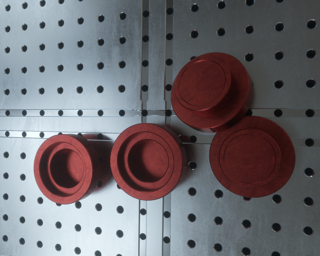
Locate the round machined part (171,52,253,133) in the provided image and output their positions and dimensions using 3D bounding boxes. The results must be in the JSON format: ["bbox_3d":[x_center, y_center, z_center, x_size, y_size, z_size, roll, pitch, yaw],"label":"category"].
[{"bbox_3d":[0.056,-0.046,0.369,0.098,0.042,0.098,-9,71,26],"label":"round machined part"}]

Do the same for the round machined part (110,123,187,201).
[{"bbox_3d":[-0.012,0.042,0.407,0.098,0.042,0.097,0,90,19],"label":"round machined part"}]

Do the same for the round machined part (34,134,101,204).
[{"bbox_3d":[-0.128,0.057,0.447,0.098,0.042,0.097,0,90,19],"label":"round machined part"}]

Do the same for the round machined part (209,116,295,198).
[{"bbox_3d":[0.107,0.034,0.366,0.098,0.042,0.097,0,90,19],"label":"round machined part"}]
